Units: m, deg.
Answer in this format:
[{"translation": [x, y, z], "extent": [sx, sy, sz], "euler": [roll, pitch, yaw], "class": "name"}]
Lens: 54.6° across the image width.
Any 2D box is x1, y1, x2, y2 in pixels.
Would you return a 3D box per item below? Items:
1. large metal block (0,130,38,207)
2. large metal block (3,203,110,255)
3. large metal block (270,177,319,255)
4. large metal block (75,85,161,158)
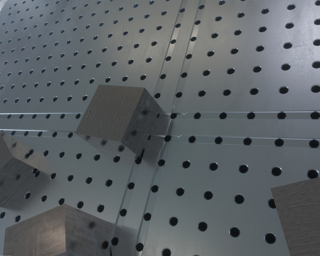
[{"translation": [-0.253, 0.062, 0.489], "extent": [0.080, 0.050, 0.080], "euler": [-47, 51, -4], "class": "large metal block"}, {"translation": [-0.114, 0.134, 0.352], "extent": [0.080, 0.080, 0.050], "euler": [-25, 53, 13], "class": "large metal block"}, {"translation": [0.148, 0.087, 0.261], "extent": [0.080, 0.050, 0.080], "euler": [-18, 55, 18], "class": "large metal block"}, {"translation": [-0.057, -0.011, 0.430], "extent": [0.080, 0.050, 0.080], "euler": [8, 66, 32], "class": "large metal block"}]
